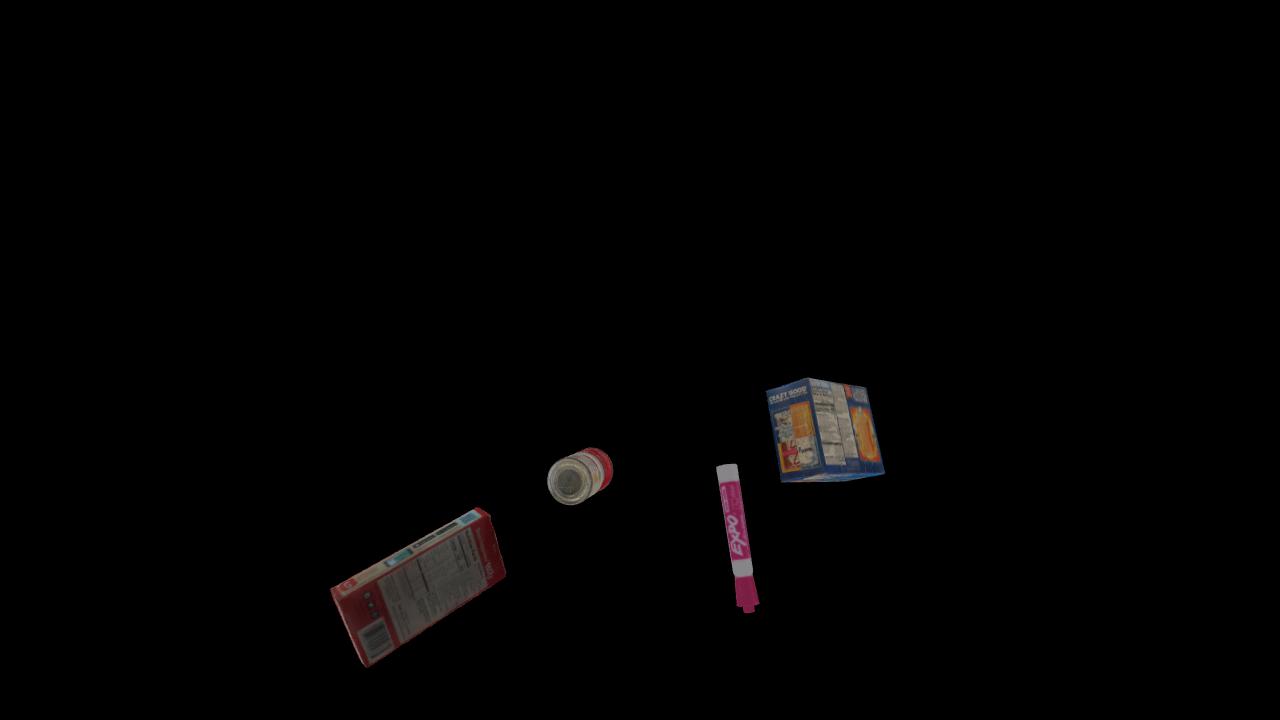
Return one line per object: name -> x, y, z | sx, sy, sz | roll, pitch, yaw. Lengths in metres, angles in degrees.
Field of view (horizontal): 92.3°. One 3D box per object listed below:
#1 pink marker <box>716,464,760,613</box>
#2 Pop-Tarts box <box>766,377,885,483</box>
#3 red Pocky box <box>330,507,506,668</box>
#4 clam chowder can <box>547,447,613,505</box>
pink marker -> 0.083, 0.150, 0.522 | 0.020, 0.121, 0.020 | -6, -17, -2
Pop-Tarts box -> 0.282, 0.111, 0.935 | 0.167, 0.141, 0.083 | 9, -22, -41
red Pocky box -> -0.211, 0.218, 0.604 | 0.155, 0.083, 0.028 | -25, 25, -37
clam chowder can -> -0.084, 0.166, 0.885 | 0.068, 0.068, 0.102 | 0, -1, 14
